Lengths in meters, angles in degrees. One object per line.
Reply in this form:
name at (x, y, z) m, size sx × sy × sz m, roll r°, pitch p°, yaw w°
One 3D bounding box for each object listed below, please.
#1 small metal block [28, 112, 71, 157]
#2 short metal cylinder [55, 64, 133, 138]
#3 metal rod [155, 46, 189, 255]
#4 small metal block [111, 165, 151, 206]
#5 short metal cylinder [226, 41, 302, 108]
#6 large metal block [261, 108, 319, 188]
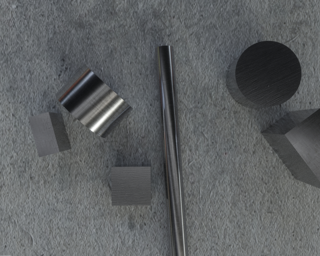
small metal block at (-0.139, 0.008, 0.396) m, size 0.025 × 0.050 × 0.050 m, roll -15°, pitch 90°, yaw 0°
short metal cylinder at (-0.079, -0.033, 0.382) m, size 0.080 × 0.080 × 0.050 m, roll 43°, pitch 90°, yaw -1°
metal rod at (0.016, 0.043, 0.410) m, size 0.025 × 0.025 × 0.298 m, roll -4°, pitch 90°, yaw -1°
small metal block at (-0.037, 0.075, 0.410) m, size 0.050 × 0.025 × 0.050 m, roll 0°, pitch 90°, yaw -1°
short metal cylinder at (0.131, -0.066, 0.399) m, size 0.081 × 0.050 × 0.079 m, roll 0°, pitch 90°, yaw -1°
large metal block at (0.183, 0.024, 0.385) m, size 0.050 × 0.080 × 0.080 m, roll -37°, pitch 90°, yaw 0°
